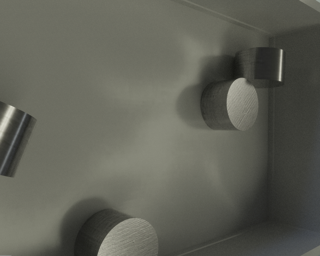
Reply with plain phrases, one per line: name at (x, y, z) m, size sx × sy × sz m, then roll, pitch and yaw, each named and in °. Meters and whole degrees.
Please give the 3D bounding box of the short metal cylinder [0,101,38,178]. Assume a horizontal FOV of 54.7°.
short metal cylinder at (-0.148, 0.004, 0.248) m, size 0.080 × 0.080 × 0.050 m, roll 27°, pitch 73°, yaw -37°

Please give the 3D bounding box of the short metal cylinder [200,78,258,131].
short metal cylinder at (0.109, -0.036, 0.485) m, size 0.081 × 0.050 × 0.079 m, roll 0°, pitch 90°, yaw -40°

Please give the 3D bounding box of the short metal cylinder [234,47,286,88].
short metal cylinder at (0.164, -0.097, 0.511) m, size 0.081 × 0.080 × 0.050 m, roll 5°, pitch 87°, yaw -40°

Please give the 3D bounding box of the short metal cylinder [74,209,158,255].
short metal cylinder at (-0.049, 0.137, 0.351) m, size 0.081 × 0.050 × 0.079 m, roll 0°, pitch 90°, yaw -40°
